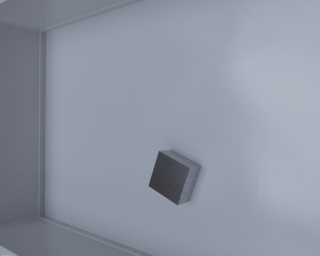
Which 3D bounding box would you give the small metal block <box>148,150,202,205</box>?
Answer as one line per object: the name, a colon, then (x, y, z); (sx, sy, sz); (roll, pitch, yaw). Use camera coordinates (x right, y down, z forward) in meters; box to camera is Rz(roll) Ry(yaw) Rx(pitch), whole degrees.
small metal block: (0.018, 0.061, 0.390); (0.050, 0.025, 0.050); (26, 106, 36)
